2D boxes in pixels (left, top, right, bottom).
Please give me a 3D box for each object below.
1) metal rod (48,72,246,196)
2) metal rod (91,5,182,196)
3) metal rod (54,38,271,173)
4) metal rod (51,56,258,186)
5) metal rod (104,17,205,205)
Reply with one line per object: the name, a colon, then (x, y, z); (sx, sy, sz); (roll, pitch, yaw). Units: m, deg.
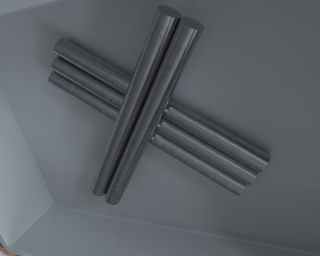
metal rod: (-0.022, 0.002, 0.419); (0.301, 0.025, 0.025); (30, 128, 8)
metal rod: (-0.043, -0.008, 0.392); (0.025, 0.025, 0.298); (32, 129, 7)
metal rod: (-0.003, -0.033, 0.388); (0.301, 0.025, 0.025); (30, 128, 8)
metal rod: (-0.012, -0.015, 0.404); (0.301, 0.025, 0.025); (30, 128, 8)
metal rod: (-0.021, 0.004, 0.389); (0.025, 0.025, 0.298); (32, 129, 7)
